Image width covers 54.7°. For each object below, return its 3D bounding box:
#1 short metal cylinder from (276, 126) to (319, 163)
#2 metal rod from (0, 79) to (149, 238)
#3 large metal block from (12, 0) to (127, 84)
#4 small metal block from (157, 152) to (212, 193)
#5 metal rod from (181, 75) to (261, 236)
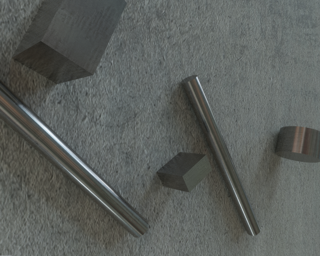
[{"bbox_3d":[0.271,0.033,0.600,0.080,0.080,0.050,24,75,-38],"label":"short metal cylinder"},{"bbox_3d":[-0.107,0.022,0.315,0.300,0.025,0.025,51,60,-28],"label":"metal rod"},{"bbox_3d":[-0.088,-0.093,0.296,0.050,0.080,0.080,32,70,-36],"label":"large metal block"},{"bbox_3d":[0.033,0.058,0.419,0.050,0.050,0.025,-36,113,-34],"label":"small metal block"},{"bbox_3d":[0.103,0.055,0.494,0.025,0.025,0.299,-40,115,-33],"label":"metal rod"}]
